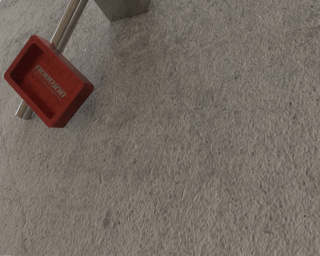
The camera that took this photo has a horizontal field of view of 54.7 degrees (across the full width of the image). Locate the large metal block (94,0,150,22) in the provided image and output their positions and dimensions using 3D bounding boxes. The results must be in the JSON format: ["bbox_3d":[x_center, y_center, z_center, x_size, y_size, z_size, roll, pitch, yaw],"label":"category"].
[{"bbox_3d":[-0.072,-0.245,0.555,0.080,0.080,0.050,-4,60,26],"label":"large metal block"}]

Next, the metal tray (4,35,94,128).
[{"bbox_3d":[-0.178,-0.073,0.492,0.130,0.030,0.090,44,101,16],"label":"metal tray"}]

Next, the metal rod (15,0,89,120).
[{"bbox_3d":[-0.168,-0.149,0.523,0.025,0.025,0.299,35,99,38],"label":"metal rod"}]
